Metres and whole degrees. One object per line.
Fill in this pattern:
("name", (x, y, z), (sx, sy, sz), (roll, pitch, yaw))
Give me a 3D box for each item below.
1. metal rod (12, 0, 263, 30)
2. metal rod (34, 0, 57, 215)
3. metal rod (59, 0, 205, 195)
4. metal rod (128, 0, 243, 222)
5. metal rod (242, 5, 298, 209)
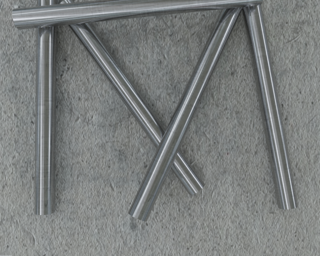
("metal rod", (-0.026, -0.150, 0.383), (0.302, 0.025, 0.025), (-6, 90, 0))
("metal rod", (-0.150, -0.038, 0.408), (0.025, 0.025, 0.298), (1, 90, 0))
("metal rod", (-0.038, -0.040, 0.409), (0.025, 0.025, 0.299), (-36, 90, 0))
("metal rod", (0.035, -0.028, 0.391), (0.025, 0.025, 0.299), (25, 82, 0))
("metal rod", (0.143, -0.043, 0.410), (0.025, 0.025, 0.298), (-10, 90, 0))
